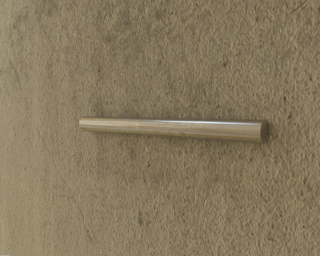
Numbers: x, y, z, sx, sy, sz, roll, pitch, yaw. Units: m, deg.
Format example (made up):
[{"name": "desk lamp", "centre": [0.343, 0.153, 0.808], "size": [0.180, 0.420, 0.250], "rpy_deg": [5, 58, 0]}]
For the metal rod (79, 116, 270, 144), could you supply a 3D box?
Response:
[{"name": "metal rod", "centre": [-0.007, -0.002, 0.414], "size": [0.300, 0.025, 0.025], "rpy_deg": [3, 92, 40]}]
